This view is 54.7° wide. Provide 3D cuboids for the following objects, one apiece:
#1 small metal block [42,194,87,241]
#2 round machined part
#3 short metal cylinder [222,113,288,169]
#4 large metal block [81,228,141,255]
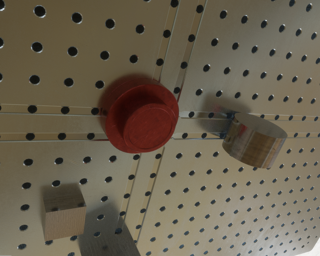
[{"bbox_3d":[-0.129,0.120,0.415,0.050,0.025,0.050,-2,120,-27],"label":"small metal block"},{"bbox_3d":[-0.020,-0.008,0.384,0.099,0.042,0.097,-14,124,-21],"label":"round machined part"},{"bbox_3d":[0.140,0.017,0.463,0.081,0.080,0.050,4,116,-31],"label":"short metal cylinder"},{"bbox_3d":[-0.065,0.215,0.473,0.080,0.080,0.050,-25,128,-13],"label":"large metal block"}]
